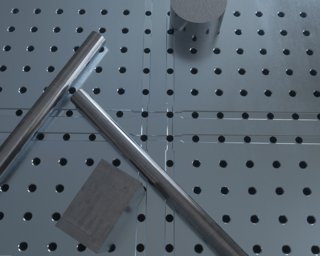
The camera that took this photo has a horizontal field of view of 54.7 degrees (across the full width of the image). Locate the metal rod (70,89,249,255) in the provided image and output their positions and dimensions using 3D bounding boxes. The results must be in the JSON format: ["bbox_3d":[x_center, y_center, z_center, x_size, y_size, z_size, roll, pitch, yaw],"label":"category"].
[{"bbox_3d":[-0.009,0.057,0.390,0.025,0.025,0.300,-42,76,-14],"label":"metal rod"}]

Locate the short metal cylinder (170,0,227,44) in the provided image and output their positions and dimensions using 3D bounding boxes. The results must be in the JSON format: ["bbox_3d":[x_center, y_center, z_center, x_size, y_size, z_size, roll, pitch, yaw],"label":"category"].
[{"bbox_3d":[0.055,-0.173,0.462,0.080,0.050,0.080,0,70,0],"label":"short metal cylinder"}]

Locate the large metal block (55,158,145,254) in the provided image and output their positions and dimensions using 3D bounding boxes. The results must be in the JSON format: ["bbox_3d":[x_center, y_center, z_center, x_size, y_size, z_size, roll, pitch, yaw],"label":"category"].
[{"bbox_3d":[-0.061,0.090,0.349,0.050,0.080,0.080,30,73,10],"label":"large metal block"}]

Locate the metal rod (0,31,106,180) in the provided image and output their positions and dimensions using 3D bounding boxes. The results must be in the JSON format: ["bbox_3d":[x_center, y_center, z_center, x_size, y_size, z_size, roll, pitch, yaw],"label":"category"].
[{"bbox_3d":[-0.167,-0.013,0.415,0.025,0.025,0.300,29,72,10],"label":"metal rod"}]
